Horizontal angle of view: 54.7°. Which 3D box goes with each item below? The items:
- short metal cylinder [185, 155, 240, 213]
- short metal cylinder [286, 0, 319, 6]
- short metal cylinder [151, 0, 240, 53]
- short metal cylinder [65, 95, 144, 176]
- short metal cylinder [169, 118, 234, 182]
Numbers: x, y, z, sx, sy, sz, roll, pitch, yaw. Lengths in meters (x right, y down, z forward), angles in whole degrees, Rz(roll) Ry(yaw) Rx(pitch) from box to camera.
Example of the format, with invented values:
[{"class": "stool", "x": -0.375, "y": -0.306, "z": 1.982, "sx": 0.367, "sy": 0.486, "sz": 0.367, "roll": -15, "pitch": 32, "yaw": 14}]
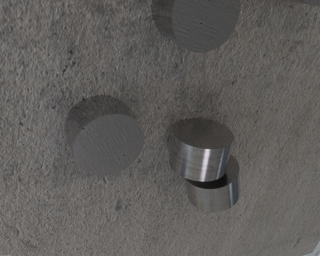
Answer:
[{"class": "short metal cylinder", "x": 0.078, "y": 0.078, "z": 0.461, "sx": 0.081, "sy": 0.080, "sz": 0.050, "roll": -23, "pitch": 127, "yaw": -15}, {"class": "short metal cylinder", "x": 0.177, "y": -0.192, "z": 0.368, "sx": 0.081, "sy": 0.050, "sz": 0.079, "roll": -14, "pitch": 124, "yaw": -21}, {"class": "short metal cylinder", "x": 0.038, "y": -0.127, "z": 0.332, "sx": 0.081, "sy": 0.050, "sz": 0.079, "roll": -14, "pitch": 124, "yaw": -21}, {"class": "short metal cylinder", "x": -0.065, "y": 0.008, "z": 0.360, "sx": 0.081, "sy": 0.050, "sz": 0.079, "roll": -14, "pitch": 124, "yaw": -21}, {"class": "short metal cylinder", "x": 0.054, "y": 0.027, "z": 0.417, "sx": 0.081, "sy": 0.080, "sz": 0.050, "roll": -9, "pitch": 122, "yaw": -24}]
